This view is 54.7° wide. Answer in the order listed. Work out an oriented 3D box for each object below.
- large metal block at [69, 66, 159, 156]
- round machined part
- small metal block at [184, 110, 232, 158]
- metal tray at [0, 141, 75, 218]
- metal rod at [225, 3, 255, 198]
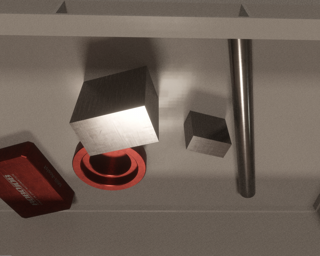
[{"bbox_3d":[-0.047,-0.021,0.355,0.080,0.080,0.050,-12,129,10],"label":"large metal block"},{"bbox_3d":[-0.068,0.040,0.431,0.099,0.042,0.097,-1,130,0],"label":"round machined part"},{"bbox_3d":[0.060,0.008,0.400,0.050,0.050,0.025,13,129,-11],"label":"small metal block"},{"bbox_3d":[-0.204,0.084,0.474,0.090,0.030,0.130,-15,129,11],"label":"metal tray"},{"bbox_3d":[0.109,-0.008,0.403,0.025,0.025,0.298,-10,130,8],"label":"metal rod"}]
